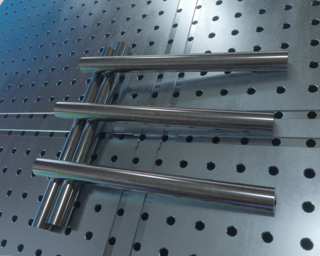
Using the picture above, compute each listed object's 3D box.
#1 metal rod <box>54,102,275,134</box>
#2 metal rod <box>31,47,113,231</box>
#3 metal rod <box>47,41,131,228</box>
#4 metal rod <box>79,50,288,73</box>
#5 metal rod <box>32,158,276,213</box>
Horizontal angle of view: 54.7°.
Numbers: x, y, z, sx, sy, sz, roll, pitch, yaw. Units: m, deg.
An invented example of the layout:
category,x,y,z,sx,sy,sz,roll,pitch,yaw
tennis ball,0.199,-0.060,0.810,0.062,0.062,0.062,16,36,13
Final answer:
category,x,y,z,sx,sy,sz,roll,pitch,yaw
metal rod,-0.011,-0.016,0.403,0.301,0.025,0.025,4,64,23
metal rod,-0.121,0.001,0.468,0.025,0.025,0.300,1,62,28
metal rod,-0.097,-0.006,0.460,0.025,0.025,0.300,1,62,28
metal rod,0.017,-0.091,0.435,0.301,0.025,0.025,4,63,22
metal rod,-0.025,0.062,0.363,0.301,0.025,0.025,4,64,22
